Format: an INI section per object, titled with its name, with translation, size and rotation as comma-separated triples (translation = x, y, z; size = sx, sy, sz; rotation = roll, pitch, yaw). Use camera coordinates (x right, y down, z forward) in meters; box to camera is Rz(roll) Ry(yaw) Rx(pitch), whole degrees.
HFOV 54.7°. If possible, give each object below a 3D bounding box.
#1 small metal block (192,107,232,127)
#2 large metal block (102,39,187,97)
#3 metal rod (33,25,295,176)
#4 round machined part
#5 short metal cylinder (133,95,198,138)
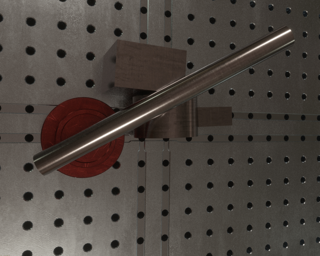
[small metal block]
translation = 0.063, -0.015, 0.424
size = 0.050, 0.050, 0.025
rotation = -3, 91, -20
[large metal block]
translation = -0.022, -0.066, 0.376
size = 0.081, 0.080, 0.050
rotation = 4, 89, -20
[metal rod]
translation = 0.006, -0.031, 0.334
size = 0.301, 0.025, 0.025
rotation = -28, 100, -2
[round machined part]
translation = -0.090, 0.012, 0.371
size = 0.099, 0.042, 0.097
rotation = 0, 90, -21
[short metal cylinder]
translation = 0.007, -0.014, 0.387
size = 0.081, 0.080, 0.050
rotation = -2, 91, -20
